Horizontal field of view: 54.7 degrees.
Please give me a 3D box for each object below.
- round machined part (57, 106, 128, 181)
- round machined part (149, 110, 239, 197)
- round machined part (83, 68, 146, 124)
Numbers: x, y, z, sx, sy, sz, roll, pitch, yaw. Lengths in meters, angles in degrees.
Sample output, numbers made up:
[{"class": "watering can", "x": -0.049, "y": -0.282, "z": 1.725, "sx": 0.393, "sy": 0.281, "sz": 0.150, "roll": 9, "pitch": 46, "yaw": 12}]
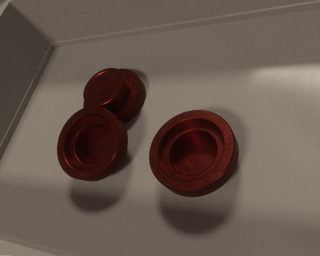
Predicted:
[{"class": "round machined part", "x": -0.085, "y": 0.023, "z": 0.415, "sx": 0.098, "sy": 0.042, "sz": 0.098, "roll": -8, "pitch": 71, "yaw": 23}, {"class": "round machined part", "x": 0.041, "y": 0.031, "z": 0.353, "sx": 0.098, "sy": 0.042, "sz": 0.098, "roll": -13, "pitch": 56, "yaw": 20}, {"class": "round machined part", "x": -0.074, "y": -0.051, "z": 0.463, "sx": 0.098, "sy": 0.042, "sz": 0.098, "roll": -13, "pitch": 56, "yaw": 20}]
